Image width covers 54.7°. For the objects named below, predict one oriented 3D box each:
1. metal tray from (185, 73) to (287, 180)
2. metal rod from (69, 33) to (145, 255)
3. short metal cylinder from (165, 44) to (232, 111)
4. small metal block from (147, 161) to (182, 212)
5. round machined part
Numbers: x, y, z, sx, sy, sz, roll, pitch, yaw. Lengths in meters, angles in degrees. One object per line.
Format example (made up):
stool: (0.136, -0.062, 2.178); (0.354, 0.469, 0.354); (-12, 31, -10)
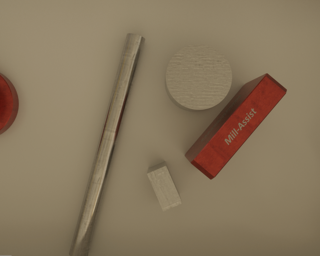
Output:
metal tray: (0.087, -0.002, 0.380); (0.030, 0.090, 0.130); (40, 90, 0)
metal rod: (-0.070, 0.023, 0.410); (0.025, 0.025, 0.298); (15, 90, -1)
short metal cylinder: (0.047, -0.062, 0.400); (0.081, 0.050, 0.079); (0, 90, -1)
small metal block: (0.006, 0.073, 0.399); (0.025, 0.050, 0.050); (-23, 90, 0)
round machined part: (-0.240, -0.033, 0.397); (0.099, 0.042, 0.097); (0, 90, -4)
